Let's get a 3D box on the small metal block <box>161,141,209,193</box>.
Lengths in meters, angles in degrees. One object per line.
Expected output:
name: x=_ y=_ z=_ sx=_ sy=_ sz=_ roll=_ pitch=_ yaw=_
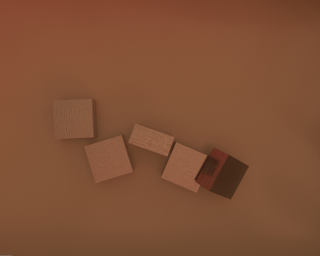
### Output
small metal block: x=0.034 y=0.051 z=0.412 sx=0.050 sy=0.025 sz=0.050 roll=23 pitch=90 yaw=0

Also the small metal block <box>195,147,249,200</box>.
small metal block: x=0.081 y=0.059 z=0.399 sx=0.050 sy=0.025 sz=0.050 roll=28 pitch=90 yaw=-40

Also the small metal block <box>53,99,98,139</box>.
small metal block: x=-0.112 y=-0.012 z=0.410 sx=0.050 sy=0.025 sz=0.050 roll=-3 pitch=90 yaw=0

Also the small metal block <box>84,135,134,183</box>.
small metal block: x=-0.066 y=0.040 z=0.411 sx=0.050 sy=0.025 sz=0.050 roll=-17 pitch=90 yaw=0

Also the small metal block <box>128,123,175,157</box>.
small metal block: x=-0.010 y=0.014 z=0.399 sx=0.050 sy=0.050 sz=0.025 roll=20 pitch=90 yaw=0
